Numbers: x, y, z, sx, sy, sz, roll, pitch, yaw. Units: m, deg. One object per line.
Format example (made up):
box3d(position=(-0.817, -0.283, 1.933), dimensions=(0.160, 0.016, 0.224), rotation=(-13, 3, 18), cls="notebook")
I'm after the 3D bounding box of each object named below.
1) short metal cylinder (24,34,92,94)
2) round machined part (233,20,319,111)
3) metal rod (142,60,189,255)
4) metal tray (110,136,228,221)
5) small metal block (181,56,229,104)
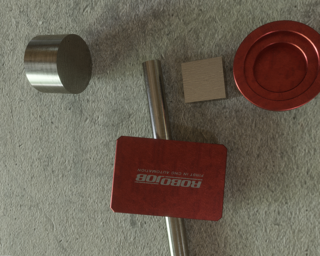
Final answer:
box3d(position=(-0.137, -0.088, 0.427), dimensions=(0.050, 0.080, 0.079), rotation=(4, 92, 20), cls="short metal cylinder")
box3d(position=(0.136, -0.067, 0.352), dimensions=(0.098, 0.042, 0.097), rotation=(0, 90, 19), cls="round machined part")
box3d(position=(0.010, 0.060, 0.404), dimensions=(0.025, 0.025, 0.298), rotation=(-9, 87, 19), cls="metal rod")
box3d(position=(0.011, 0.059, 0.376), dimensions=(0.131, 0.030, 0.089), rotation=(5, 87, 0), cls="metal tray")
box3d(position=(0.057, -0.058, 0.389), dimensions=(0.050, 0.025, 0.050), rotation=(-6, 88, 19), cls="small metal block")
